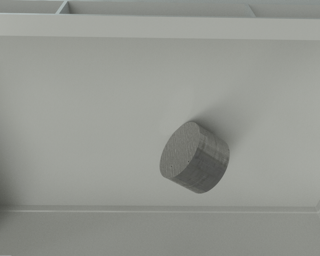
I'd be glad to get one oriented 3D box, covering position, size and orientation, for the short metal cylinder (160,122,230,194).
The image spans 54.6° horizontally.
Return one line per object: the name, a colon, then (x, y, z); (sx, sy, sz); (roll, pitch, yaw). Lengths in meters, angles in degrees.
short metal cylinder: (0.044, 0.039, 0.406); (0.050, 0.080, 0.080); (31, 124, -23)
